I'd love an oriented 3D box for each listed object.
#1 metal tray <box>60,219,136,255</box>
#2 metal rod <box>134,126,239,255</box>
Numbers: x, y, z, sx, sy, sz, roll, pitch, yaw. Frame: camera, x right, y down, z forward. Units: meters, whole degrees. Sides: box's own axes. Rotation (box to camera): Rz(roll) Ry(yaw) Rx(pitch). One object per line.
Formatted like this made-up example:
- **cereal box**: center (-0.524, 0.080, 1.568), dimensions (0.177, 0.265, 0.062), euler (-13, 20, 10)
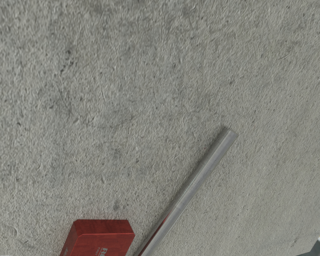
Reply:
- **metal tray**: center (-0.104, 0.199, 0.471), dimensions (0.091, 0.030, 0.129), euler (12, 112, -34)
- **metal rod**: center (0.030, 0.126, 0.503), dimensions (0.025, 0.025, 0.299), euler (23, 106, -37)
